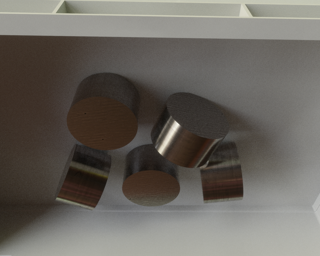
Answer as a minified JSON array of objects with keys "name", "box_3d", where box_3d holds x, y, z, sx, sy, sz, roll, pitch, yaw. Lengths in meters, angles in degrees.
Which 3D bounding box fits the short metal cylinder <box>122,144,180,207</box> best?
[{"name":"short metal cylinder","box_3d":[-0.012,0.069,0.449,0.081,0.050,0.079,0,130,0]}]

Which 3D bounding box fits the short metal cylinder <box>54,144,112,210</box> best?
[{"name":"short metal cylinder","box_3d":[-0.106,0.067,0.426,0.050,0.080,0.080,21,127,-18]}]

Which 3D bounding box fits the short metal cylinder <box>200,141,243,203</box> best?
[{"name":"short metal cylinder","box_3d":[0.080,0.060,0.423,0.050,0.080,0.080,-7,130,5]}]

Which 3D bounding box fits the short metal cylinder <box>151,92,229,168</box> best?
[{"name":"short metal cylinder","box_3d":[0.035,0.001,0.374,0.081,0.080,0.050,17,128,-14]}]

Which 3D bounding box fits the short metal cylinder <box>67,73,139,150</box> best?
[{"name":"short metal cylinder","box_3d":[-0.066,-0.019,0.373,0.081,0.050,0.079,0,130,0]}]
